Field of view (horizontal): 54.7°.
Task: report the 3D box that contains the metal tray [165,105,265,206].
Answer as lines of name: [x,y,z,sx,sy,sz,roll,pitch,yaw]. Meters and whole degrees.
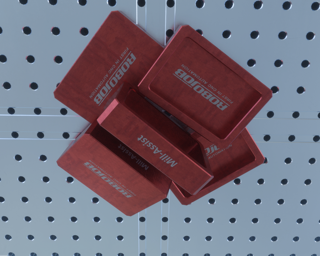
metal tray: [0.063,0.038,0.424,0.130,0.030,0.090,-32,107,10]

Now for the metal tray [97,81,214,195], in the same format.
metal tray: [-0.003,0.008,0.349,0.130,0.090,0.030,39,105,-14]

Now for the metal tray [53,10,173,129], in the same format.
metal tray: [-0.057,-0.066,0.385,0.090,0.030,0.130,37,106,-13]

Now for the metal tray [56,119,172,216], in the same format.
metal tray: [-0.061,0.058,0.411,0.130,0.030,0.090,40,130,-14]

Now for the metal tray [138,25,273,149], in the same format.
metal tray: [0.051,-0.046,0.362,0.130,0.030,0.090,34,106,-12]
